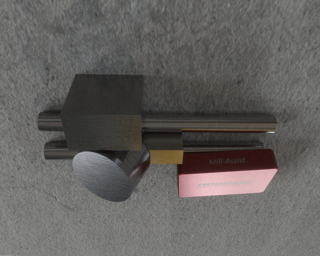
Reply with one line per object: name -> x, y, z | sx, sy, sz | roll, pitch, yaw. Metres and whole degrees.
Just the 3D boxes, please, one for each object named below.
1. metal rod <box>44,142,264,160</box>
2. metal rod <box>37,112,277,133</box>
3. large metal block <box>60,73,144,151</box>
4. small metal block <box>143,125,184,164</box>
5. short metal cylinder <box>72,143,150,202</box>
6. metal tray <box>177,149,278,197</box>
metal rod -> -0.008, 0.032, 0.436 | 0.302, 0.025, 0.025 | 0, 130, -1
metal rod -> -0.003, -0.007, 0.403 | 0.302, 0.025, 0.025 | 1, 130, -1
large metal block -> -0.060, -0.020, 0.355 | 0.081, 0.080, 0.050 | 1, 130, -1
small metal block -> 0.004, 0.021, 0.409 | 0.050, 0.050, 0.025 | 1, 130, -1
short metal cylinder -> -0.059, 0.045, 0.383 | 0.080, 0.050, 0.079 | 15, 131, 18
metal tray -> 0.091, 0.067, 0.445 | 0.131, 0.030, 0.090 | -4, 148, 1
